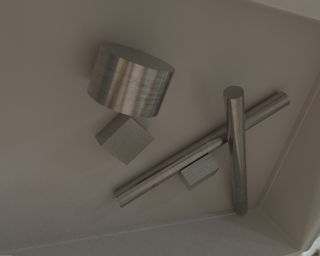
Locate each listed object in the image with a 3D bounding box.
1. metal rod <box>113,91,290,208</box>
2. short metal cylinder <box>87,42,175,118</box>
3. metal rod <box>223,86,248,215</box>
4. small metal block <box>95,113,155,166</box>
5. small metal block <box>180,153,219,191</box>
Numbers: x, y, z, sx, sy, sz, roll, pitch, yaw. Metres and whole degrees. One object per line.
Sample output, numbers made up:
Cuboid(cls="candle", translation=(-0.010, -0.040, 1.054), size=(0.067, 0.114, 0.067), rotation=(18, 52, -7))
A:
Cuboid(cls="metal rod", translation=(0.068, 0.028, 0.464), size=(0.301, 0.025, 0.025), rotation=(-30, 129, -9))
Cuboid(cls="short metal cylinder", translation=(-0.030, -0.052, 0.326), size=(0.081, 0.080, 0.050), rotation=(8, 115, -32))
Cuboid(cls="metal rod", translation=(0.123, 0.056, 0.487), size=(0.025, 0.025, 0.299), rotation=(-29, 136, -10))
Cuboid(cls="small metal block", translation=(-0.044, 0.012, 0.393), size=(0.050, 0.025, 0.050), rotation=(-44, 130, 2))
Cuboid(cls="small metal block", translation=(0.059, 0.068, 0.470), size=(0.050, 0.025, 0.050), rotation=(-30, 161, -9))
